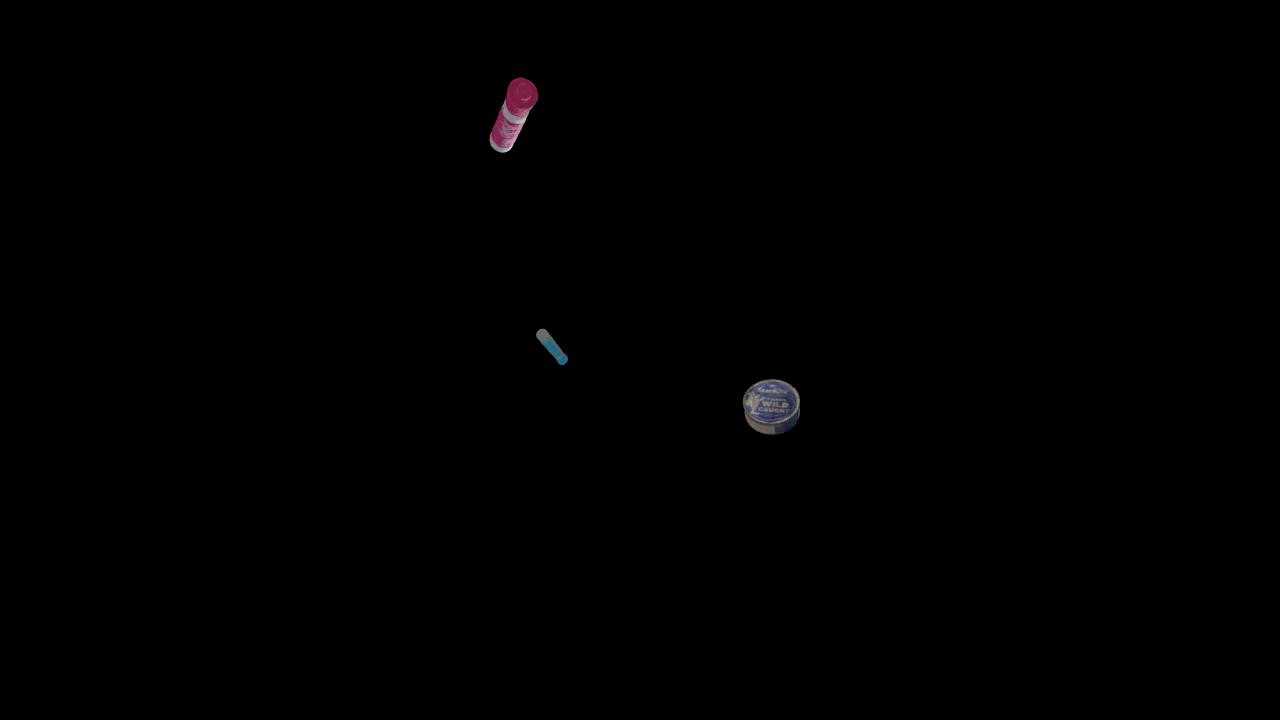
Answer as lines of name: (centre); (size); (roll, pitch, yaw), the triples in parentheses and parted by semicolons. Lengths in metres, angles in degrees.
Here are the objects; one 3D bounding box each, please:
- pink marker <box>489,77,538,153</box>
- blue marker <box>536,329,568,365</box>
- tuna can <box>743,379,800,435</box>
pink marker: (-0.090, -0.169, 0.430); (0.020, 0.020, 0.121); (0, 5, -19)
blue marker: (-0.139, -0.019, 0.984); (0.020, 0.020, 0.121); (0, -20, 10)
tuna can: (0.199, 0.071, 0.929); (0.084, 0.084, 0.034); (0, -41, 16)
